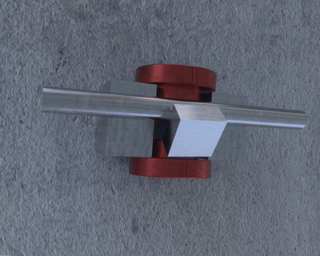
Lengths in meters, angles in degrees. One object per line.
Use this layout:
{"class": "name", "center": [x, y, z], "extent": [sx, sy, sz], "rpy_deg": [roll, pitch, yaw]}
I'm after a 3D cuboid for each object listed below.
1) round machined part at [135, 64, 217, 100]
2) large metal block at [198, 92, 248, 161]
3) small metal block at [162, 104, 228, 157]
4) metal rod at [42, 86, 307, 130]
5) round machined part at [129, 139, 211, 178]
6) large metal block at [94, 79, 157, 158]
{"class": "round machined part", "center": [0.018, -0.047, 0.378], "extent": [0.099, 0.098, 0.042], "rpy_deg": [4, 90, -20]}
{"class": "large metal block", "center": [0.068, -0.001, 0.406], "extent": [0.050, 0.080, 0.080], "rpy_deg": [4, 89, -20]}
{"class": "small metal block", "center": [0.035, 0.004, 0.324], "extent": [0.050, 0.025, 0.050], "rpy_deg": [2, 130, -19]}
{"class": "metal rod", "center": [0.033, -0.018, 0.337], "extent": [0.302, 0.025, 0.025], "rpy_deg": [3, 89, -20]}
{"class": "round machined part", "center": [0.013, 0.037, 0.376], "extent": [0.099, 0.098, 0.042], "rpy_deg": [5, 84, -20]}
{"class": "large metal block", "center": [-0.043, -0.010, 0.365], "extent": [0.050, 0.080, 0.080], "rpy_deg": [5, 89, -20]}
